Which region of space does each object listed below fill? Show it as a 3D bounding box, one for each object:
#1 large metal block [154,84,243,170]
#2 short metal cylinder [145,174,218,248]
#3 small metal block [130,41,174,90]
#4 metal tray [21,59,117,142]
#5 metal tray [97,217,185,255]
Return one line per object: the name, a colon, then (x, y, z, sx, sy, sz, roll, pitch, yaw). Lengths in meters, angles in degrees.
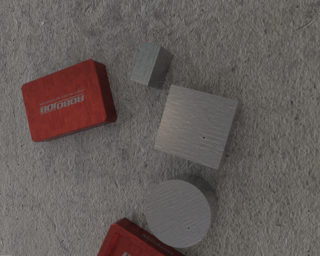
large metal block: (0.048, -0.003, 0.379, 0.080, 0.050, 0.080, 17, 96, 19)
short metal cylinder: (0.028, 0.100, 0.386, 0.080, 0.050, 0.080, 0, 90, 20)
small metal block: (-0.009, -0.079, 0.399, 0.025, 0.050, 0.050, 21, 97, 19)
metal tray: (-0.135, -0.037, 0.454, 0.130, 0.030, 0.090, -15, 85, 19)
metal tray: (-0.021, 0.193, 0.413, 0.130, 0.030, 0.090, 27, 99, 17)
